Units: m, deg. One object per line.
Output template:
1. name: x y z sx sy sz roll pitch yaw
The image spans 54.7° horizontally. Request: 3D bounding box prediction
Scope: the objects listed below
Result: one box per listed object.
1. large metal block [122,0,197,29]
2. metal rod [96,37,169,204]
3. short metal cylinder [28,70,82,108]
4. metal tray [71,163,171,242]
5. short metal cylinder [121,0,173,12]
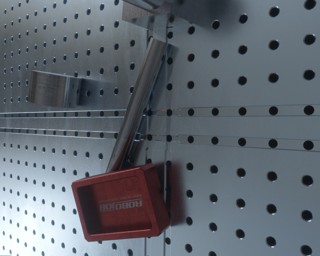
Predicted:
1. large metal block: 0.001 -0.175 0.393 0.080 0.050 0.079 9 96 39
2. metal rod: -0.050 0.018 0.451 0.025 0.025 0.298 33 110 35
3. short metal cylinder: -0.175 -0.065 0.518 0.080 0.081 0.050 17 101 39
4. metal tray: -0.058 0.106 0.431 0.130 0.030 0.090 -16 88 29
5. short metal cylinder: -0.018 -0.177 0.343 0.080 0.050 0.080 0 90 40
